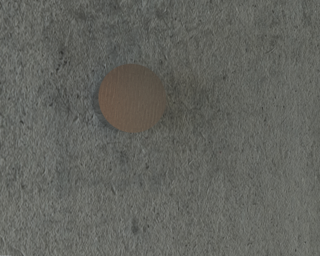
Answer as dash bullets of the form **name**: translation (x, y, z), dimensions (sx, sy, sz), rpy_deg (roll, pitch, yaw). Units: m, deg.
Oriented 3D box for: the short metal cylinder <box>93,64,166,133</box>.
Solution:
- **short metal cylinder**: translation (-0.039, -0.034, 0.381), dimensions (0.081, 0.050, 0.080), rpy_deg (0, 90, -20)
